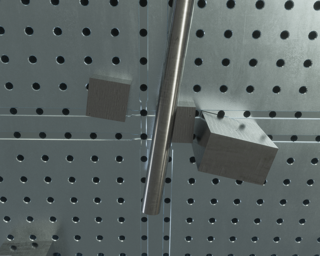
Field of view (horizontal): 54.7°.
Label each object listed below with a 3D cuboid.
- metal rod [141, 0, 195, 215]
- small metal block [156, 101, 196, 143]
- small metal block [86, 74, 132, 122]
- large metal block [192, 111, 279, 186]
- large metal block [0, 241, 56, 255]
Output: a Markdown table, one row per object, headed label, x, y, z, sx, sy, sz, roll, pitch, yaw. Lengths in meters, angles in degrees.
| label | x | y | z | sx | sy | sz | roll | pitch | yaw |
| --- | --- | --- | --- | --- | --- | --- | --- | --- | --- |
| metal rod | 0.011 | -0.037 | 0.375 | 0.025 | 0.025 | 0.298 | 8 | 101 | -3 |
| small metal block | 0.019 | -0.008 | 0.410 | 0.050 | 0.025 | 0.050 | 2 | 110 | -1 |
| small metal block | -0.065 | -0.039 | 0.398 | 0.050 | 0.025 | 0.050 | 9 | 110 | -4 |
| large metal block | 0.089 | 0.023 | 0.393 | 0.080 | 0.080 | 0.050 | 13 | 110 | -5 |
| large metal block | -0.207 | 0.227 | 0.482 | 0.080 | 0.050 | 0.079 | -4 | 110 | 1 |
